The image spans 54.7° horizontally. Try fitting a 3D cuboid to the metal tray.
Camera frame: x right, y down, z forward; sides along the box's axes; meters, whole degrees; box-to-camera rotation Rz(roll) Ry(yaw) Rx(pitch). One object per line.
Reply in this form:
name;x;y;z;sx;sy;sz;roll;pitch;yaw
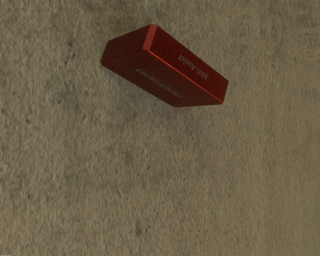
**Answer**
metal tray;0.007;-0.066;0.370;0.131;0.090;0.030;27;73;-37
